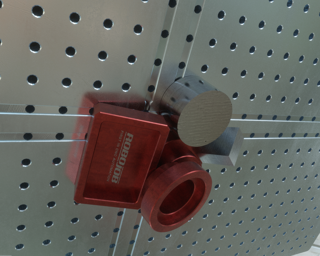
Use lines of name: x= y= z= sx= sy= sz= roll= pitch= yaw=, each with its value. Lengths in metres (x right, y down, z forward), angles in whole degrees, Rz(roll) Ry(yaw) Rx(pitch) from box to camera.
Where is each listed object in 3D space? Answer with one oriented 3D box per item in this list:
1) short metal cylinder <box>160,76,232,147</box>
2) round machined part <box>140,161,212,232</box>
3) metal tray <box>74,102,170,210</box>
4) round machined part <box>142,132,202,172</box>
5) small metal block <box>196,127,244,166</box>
short metal cylinder: x=0.047 y=-0.022 z=0.408 sx=0.081 sy=0.050 sz=0.079 roll=-14 pitch=125 yaw=-21
round machined part: x=0.016 y=0.083 z=0.400 sx=0.099 sy=0.042 sz=0.097 roll=-23 pitch=133 yaw=-27
metal tray: x=-0.051 y=0.040 z=0.392 sx=0.091 sy=0.030 sz=0.129 roll=11 pitch=113 yaw=-18
round machined part: x=0.021 y=0.058 z=0.447 sx=0.099 sy=0.042 sz=0.097 roll=-14 pitch=125 yaw=-21
small metal block: x=0.087 y=0.025 z=0.448 sx=0.025 sy=0.050 sz=0.050 roll=56 pitch=50 yaw=-39
